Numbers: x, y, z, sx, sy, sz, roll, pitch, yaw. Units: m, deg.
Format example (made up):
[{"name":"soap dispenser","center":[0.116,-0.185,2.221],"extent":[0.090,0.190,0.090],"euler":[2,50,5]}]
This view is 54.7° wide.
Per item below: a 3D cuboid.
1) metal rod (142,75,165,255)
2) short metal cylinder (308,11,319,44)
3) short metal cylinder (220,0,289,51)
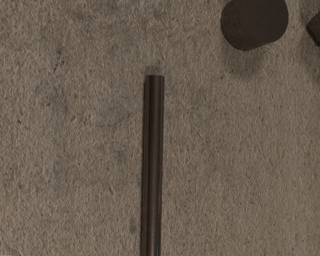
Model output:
[{"name":"metal rod","center":[-0.010,0.082,0.406],"extent":[0.025,0.025,0.298],"euler":[1,90,-20]},{"name":"short metal cylinder","center":[0.285,-0.166,0.487],"extent":[0.080,0.080,0.050],"euler":[-44,104,-15]},{"name":"short metal cylinder","center":[0.136,-0.157,0.447],"extent":[0.081,0.050,0.079],"euler":[0,90,-21]}]
